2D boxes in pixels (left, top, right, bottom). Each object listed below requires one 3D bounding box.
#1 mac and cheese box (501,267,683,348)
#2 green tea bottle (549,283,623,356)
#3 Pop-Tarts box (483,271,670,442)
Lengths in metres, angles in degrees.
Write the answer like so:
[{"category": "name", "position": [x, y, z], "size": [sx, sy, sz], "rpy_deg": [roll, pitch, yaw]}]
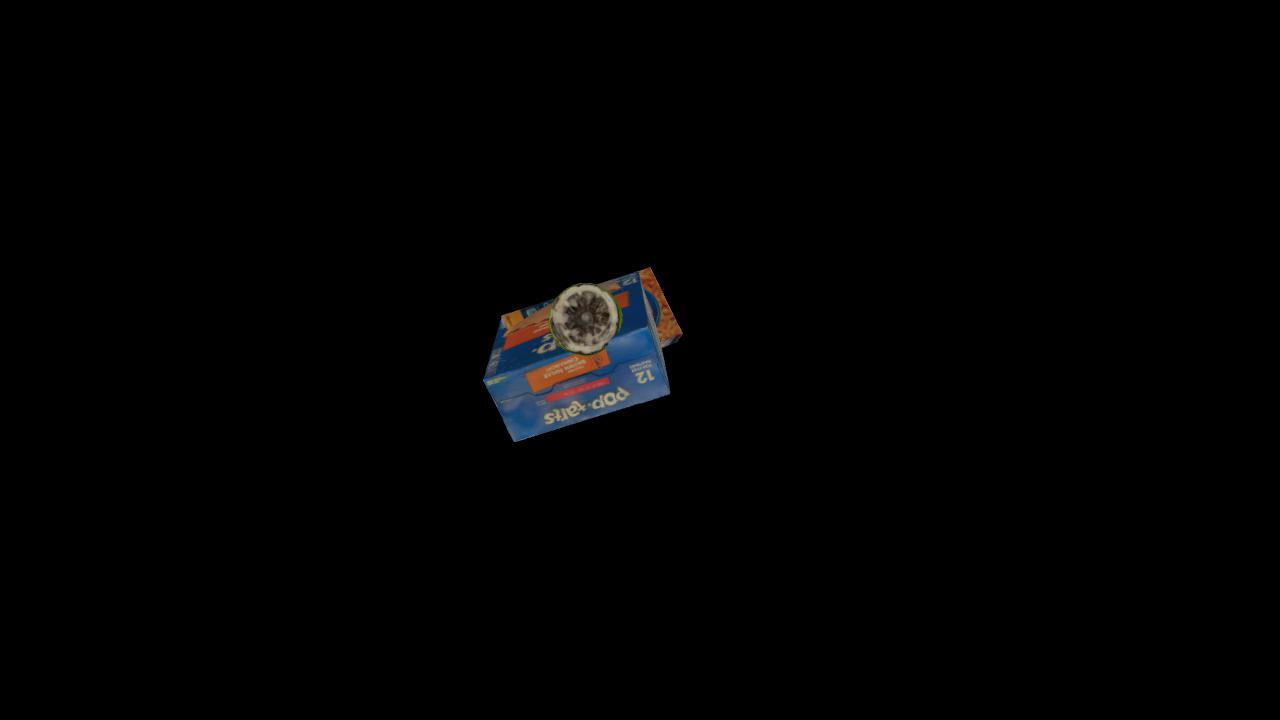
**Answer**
[{"category": "mac and cheese box", "position": [-0.053, -0.034, 0.695], "size": [0.184, 0.093, 0.041], "rpy_deg": [-22, -14, -19]}, {"category": "green tea bottle", "position": [-0.048, -0.035, 0.669], "size": [0.073, 0.073, 0.212], "rpy_deg": [0, -1, 0]}, {"category": "Pop-Tarts box", "position": [-0.064, -0.008, 0.645], "size": [0.167, 0.083, 0.141], "rpy_deg": [-18, 30, 6]}]
